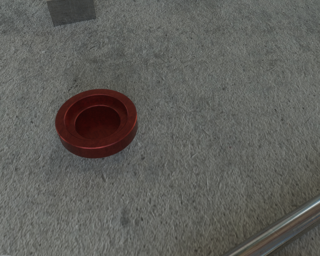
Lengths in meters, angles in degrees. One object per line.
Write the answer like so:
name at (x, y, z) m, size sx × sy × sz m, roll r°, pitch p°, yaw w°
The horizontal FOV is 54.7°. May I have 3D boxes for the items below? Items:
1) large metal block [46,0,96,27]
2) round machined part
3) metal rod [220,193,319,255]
large metal block at (-0.174, -0.244, 0.589) m, size 0.081 × 0.050 × 0.080 m, roll -16°, pitch 52°, yaw -14°
round machined part at (-0.077, -0.001, 0.392) m, size 0.099 × 0.042 × 0.098 m, roll 0°, pitch 50°, yaw 0°
metal rod at (0.111, 0.112, 0.310) m, size 0.302 × 0.025 × 0.025 m, roll -23°, pitch 54°, yaw -19°
